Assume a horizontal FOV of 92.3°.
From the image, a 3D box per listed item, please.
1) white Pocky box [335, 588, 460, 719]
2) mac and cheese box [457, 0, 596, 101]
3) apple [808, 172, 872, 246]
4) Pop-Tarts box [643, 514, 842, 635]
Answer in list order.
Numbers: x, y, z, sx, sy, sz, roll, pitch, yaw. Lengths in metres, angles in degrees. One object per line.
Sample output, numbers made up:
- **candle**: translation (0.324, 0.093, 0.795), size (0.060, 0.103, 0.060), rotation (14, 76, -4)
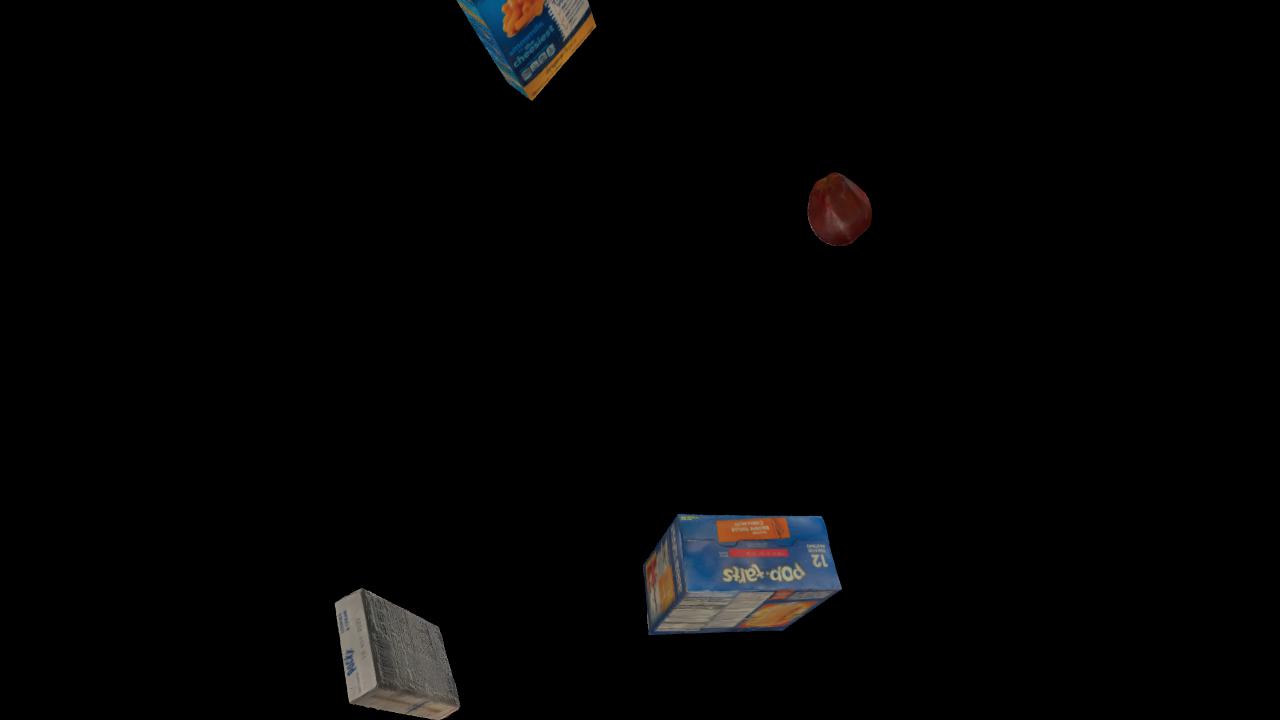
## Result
- **white Pocky box**: translation (-0.208, 0.261, 0.539), size (0.028, 0.084, 0.154), rotation (-27, -35, -8)
- **mac and cheese box**: translation (-0.093, -0.288, 0.465), size (0.041, 0.093, 0.184), rotation (43, 1, 11)
- **apple**: translation (0.259, -0.195, 0.804), size (0.079, 0.079, 0.093), rotation (0, -43, 48)
- **Pop-Tarts box**: translation (0.102, 0.233, 0.664), size (0.167, 0.083, 0.141), rotation (4, -39, -15)
